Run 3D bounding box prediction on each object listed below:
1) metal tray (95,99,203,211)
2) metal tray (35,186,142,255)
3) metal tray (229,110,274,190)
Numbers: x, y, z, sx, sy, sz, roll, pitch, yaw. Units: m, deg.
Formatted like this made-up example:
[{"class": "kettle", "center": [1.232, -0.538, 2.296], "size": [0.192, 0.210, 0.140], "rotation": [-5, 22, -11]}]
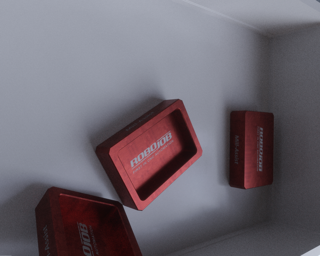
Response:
[{"class": "metal tray", "center": [-0.007, 0.030, 0.398], "size": [0.131, 0.030, 0.090], "rotation": [-37, 113, -34]}, {"class": "metal tray", "center": [-0.062, 0.117, 0.289], "size": [0.090, 0.130, 0.030], "rotation": [24, 109, -36]}, {"class": "metal tray", "center": [0.162, 0.036, 0.543], "size": [0.091, 0.030, 0.129], "rotation": [1, 89, -40]}]
